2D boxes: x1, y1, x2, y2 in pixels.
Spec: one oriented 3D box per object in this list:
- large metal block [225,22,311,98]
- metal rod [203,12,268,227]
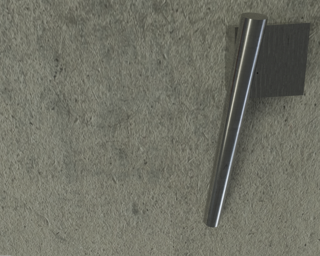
[{"bbox_3d":[0.123,-0.081,0.368,0.080,0.050,0.079,-3,110,1],"label":"large metal block"},{"bbox_3d":[0.083,0.016,0.377,0.025,0.025,0.298,2,125,-1],"label":"metal rod"}]
